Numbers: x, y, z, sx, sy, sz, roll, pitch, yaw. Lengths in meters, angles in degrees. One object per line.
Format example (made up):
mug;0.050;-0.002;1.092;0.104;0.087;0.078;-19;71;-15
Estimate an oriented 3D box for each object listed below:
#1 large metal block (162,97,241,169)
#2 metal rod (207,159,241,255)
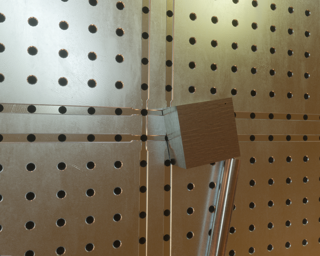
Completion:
large metal block;0.055;0.005;0.420;0.081;0.050;0.080;-10;94;-20
metal rod;0.079;0.191;0.441;0.025;0.025;0.298;12;86;-20
